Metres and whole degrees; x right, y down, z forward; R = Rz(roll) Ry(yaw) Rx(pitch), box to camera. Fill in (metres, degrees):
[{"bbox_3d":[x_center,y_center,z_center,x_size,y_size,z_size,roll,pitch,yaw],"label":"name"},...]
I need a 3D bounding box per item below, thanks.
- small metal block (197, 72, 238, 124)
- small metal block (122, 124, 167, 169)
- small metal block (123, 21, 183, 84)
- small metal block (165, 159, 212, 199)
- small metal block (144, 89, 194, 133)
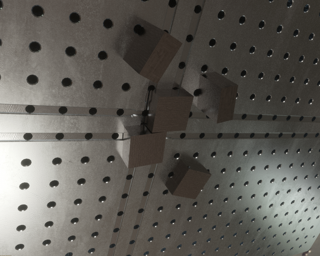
[{"bbox_3d":[0.075,-0.041,0.412,0.025,0.050,0.050,-13,124,-22],"label":"small metal block"},{"bbox_3d":[-0.022,0.023,0.415,0.050,0.025,0.050,-7,122,-25],"label":"small metal block"},{"bbox_3d":[-0.009,-0.084,0.339,0.025,0.050,0.050,24,106,-37],"label":"small metal block"},{"bbox_3d":[0.045,0.082,0.489,0.050,0.025,0.050,19,108,-36],"label":"small metal block"},{"bbox_3d":[0.011,-0.023,0.405,0.050,0.025,0.050,-3,120,-27],"label":"small metal block"}]
